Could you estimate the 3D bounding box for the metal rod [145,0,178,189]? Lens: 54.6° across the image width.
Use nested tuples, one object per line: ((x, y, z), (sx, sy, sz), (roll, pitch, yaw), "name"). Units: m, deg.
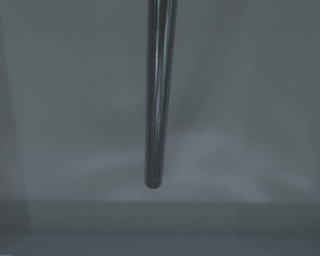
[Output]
((-0.003, -0.029, 0.335), (0.025, 0.025, 0.298), (3, 135, -1), "metal rod")
